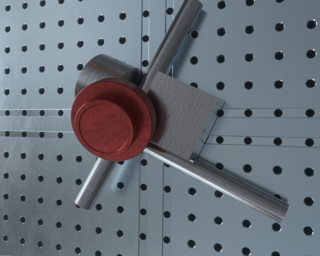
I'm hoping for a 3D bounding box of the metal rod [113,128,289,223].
[{"bbox_3d":[0.016,0.037,0.405,0.301,0.025,0.025,26,99,17],"label":"metal rod"}]

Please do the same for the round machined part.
[{"bbox_3d":[-0.057,-0.005,0.353,0.098,0.042,0.097,4,111,11],"label":"round machined part"}]

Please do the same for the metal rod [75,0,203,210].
[{"bbox_3d":[-0.028,-0.030,0.401,0.025,0.025,0.299,29,92,17],"label":"metal rod"}]

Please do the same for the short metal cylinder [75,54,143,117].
[{"bbox_3d":[-0.064,-0.050,0.404,0.050,0.080,0.080,26,99,18],"label":"short metal cylinder"}]

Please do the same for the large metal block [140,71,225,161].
[{"bbox_3d":[0.023,-0.015,0.387,0.080,0.050,0.080,27,99,17],"label":"large metal block"}]
